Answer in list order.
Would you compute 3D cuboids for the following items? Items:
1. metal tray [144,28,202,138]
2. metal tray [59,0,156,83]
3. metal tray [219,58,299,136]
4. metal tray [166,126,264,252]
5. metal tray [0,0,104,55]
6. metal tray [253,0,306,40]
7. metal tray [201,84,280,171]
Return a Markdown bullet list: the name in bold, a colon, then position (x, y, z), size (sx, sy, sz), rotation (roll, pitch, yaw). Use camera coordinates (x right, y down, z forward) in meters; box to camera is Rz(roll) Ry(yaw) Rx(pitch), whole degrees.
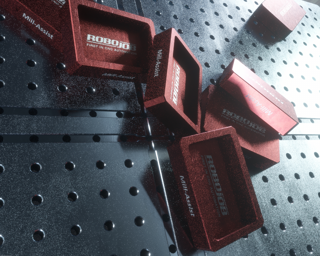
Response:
- **metal tray**: position (0.023, -0.061, 0.426), size (0.090, 0.030, 0.130), rotation (42, 43, -41)
- **metal tray**: position (-0.060, -0.110, 0.409), size (0.131, 0.030, 0.090), rotation (0, 75, -42)
- **metal tray**: position (0.159, -0.053, 0.501), size (0.130, 0.030, 0.090), rotation (38, 29, -3)
- **metal tray**: position (0.068, 0.069, 0.378), size (0.091, 0.030, 0.129), rotation (-12, 82, -33)
- **metal tray**: position (-0.137, -0.160, 0.429), size (0.130, 0.030, 0.090), rotation (38, 51, -3)
- **metal tray**: position (0.278, -0.265, 0.715), size (0.090, 0.030, 0.131), rotation (43, 51, 1)
- **metal tray**: position (0.118, -0.001, 0.468), size (0.131, 0.030, 0.090), rotation (24, 53, -14)
